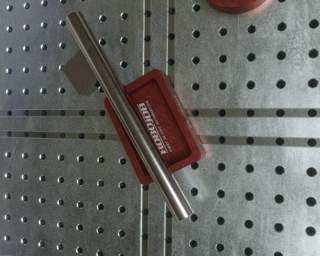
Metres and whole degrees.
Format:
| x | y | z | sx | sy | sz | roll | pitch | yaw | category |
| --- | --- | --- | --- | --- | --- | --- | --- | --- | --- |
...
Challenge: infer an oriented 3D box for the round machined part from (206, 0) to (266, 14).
| x | y | z | sx | sy | sz | roll | pitch | yaw | category |
| --- | --- | --- | --- | --- | --- | --- | --- | --- | --- |
| 0.092 | -0.193 | 0.371 | 0.098 | 0.042 | 0.097 | 0 | 90 | 20 | round machined part |

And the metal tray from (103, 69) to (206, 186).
| x | y | z | sx | sy | sz | roll | pitch | yaw | category |
| --- | --- | --- | --- | --- | --- | --- | --- | --- | --- |
| -0.008 | -0.001 | 0.412 | 0.090 | 0.030 | 0.130 | -29 | 81 | 17 | metal tray |

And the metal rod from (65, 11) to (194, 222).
| x | y | z | sx | sy | sz | roll | pitch | yaw | category |
| --- | --- | --- | --- | --- | --- | --- | --- | --- | --- |
| -0.043 | -0.022 | 0.395 | 0.025 | 0.025 | 0.299 | -33 | 79 | 17 | metal rod |

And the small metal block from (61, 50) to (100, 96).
| x | y | z | sx | sy | sz | roll | pitch | yaw | category |
| --- | --- | --- | --- | --- | --- | --- | --- | --- | --- |
| -0.106 | -0.082 | 0.450 | 0.050 | 0.025 | 0.050 | -39 | 78 | 15 | small metal block |
